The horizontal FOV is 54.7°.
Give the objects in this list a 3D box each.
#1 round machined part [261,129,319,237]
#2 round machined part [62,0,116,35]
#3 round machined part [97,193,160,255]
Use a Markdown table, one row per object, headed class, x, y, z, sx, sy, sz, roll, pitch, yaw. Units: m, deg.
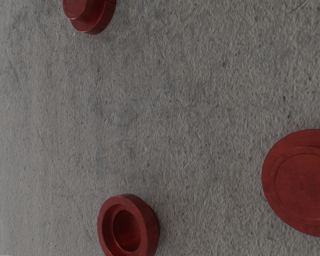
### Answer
| class | x | y | z | sx | sy | sz | roll | pitch | yaw |
| --- | --- | --- | --- | --- | --- | --- | --- | --- | --- |
| round machined part | 0.139 | 0.049 | 0.279 | 0.098 | 0.042 | 0.097 | 0 | 90 | 40 |
| round machined part | -0.117 | -0.202 | 0.491 | 0.098 | 0.042 | 0.097 | 0 | 90 | 40 |
| round machined part | -0.039 | 0.139 | 0.426 | 0.098 | 0.042 | 0.097 | 0 | 90 | 40 |
